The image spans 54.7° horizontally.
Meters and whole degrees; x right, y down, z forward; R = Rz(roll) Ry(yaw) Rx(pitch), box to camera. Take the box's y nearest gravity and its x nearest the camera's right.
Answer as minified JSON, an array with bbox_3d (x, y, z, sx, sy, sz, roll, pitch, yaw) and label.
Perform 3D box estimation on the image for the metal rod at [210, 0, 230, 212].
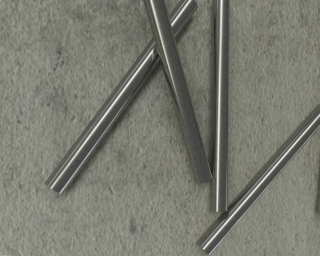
[{"bbox_3d":[0.085,-0.033,0.441,0.025,0.025,0.298,1,90,-20],"label":"metal rod"}]

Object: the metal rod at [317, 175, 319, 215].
[{"bbox_3d":[0.289,-0.005,0.518,0.025,0.025,0.298,7,88,-20],"label":"metal rod"}]

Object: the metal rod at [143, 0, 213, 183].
[{"bbox_3d":[0.019,-0.066,0.395,0.025,0.025,0.298,-22,106,-19],"label":"metal rod"}]

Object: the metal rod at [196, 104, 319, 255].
[{"bbox_3d":[0.165,0.070,0.471,0.301,0.025,0.025,-43,104,-15],"label":"metal rod"}]

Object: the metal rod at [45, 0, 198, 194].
[{"bbox_3d":[-0.042,-0.050,0.394,0.025,0.025,0.300,38,78,-17],"label":"metal rod"}]
